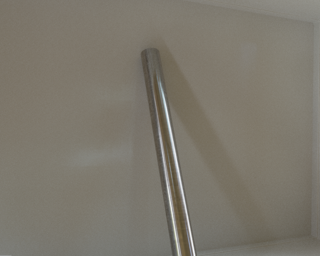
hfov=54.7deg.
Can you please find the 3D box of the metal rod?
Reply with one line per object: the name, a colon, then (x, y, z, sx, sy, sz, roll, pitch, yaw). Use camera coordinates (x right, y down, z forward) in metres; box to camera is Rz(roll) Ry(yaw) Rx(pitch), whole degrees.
metal rod: (0.010, 0.039, 0.354, 0.025, 0.025, 0.299, -1, 67, -20)
